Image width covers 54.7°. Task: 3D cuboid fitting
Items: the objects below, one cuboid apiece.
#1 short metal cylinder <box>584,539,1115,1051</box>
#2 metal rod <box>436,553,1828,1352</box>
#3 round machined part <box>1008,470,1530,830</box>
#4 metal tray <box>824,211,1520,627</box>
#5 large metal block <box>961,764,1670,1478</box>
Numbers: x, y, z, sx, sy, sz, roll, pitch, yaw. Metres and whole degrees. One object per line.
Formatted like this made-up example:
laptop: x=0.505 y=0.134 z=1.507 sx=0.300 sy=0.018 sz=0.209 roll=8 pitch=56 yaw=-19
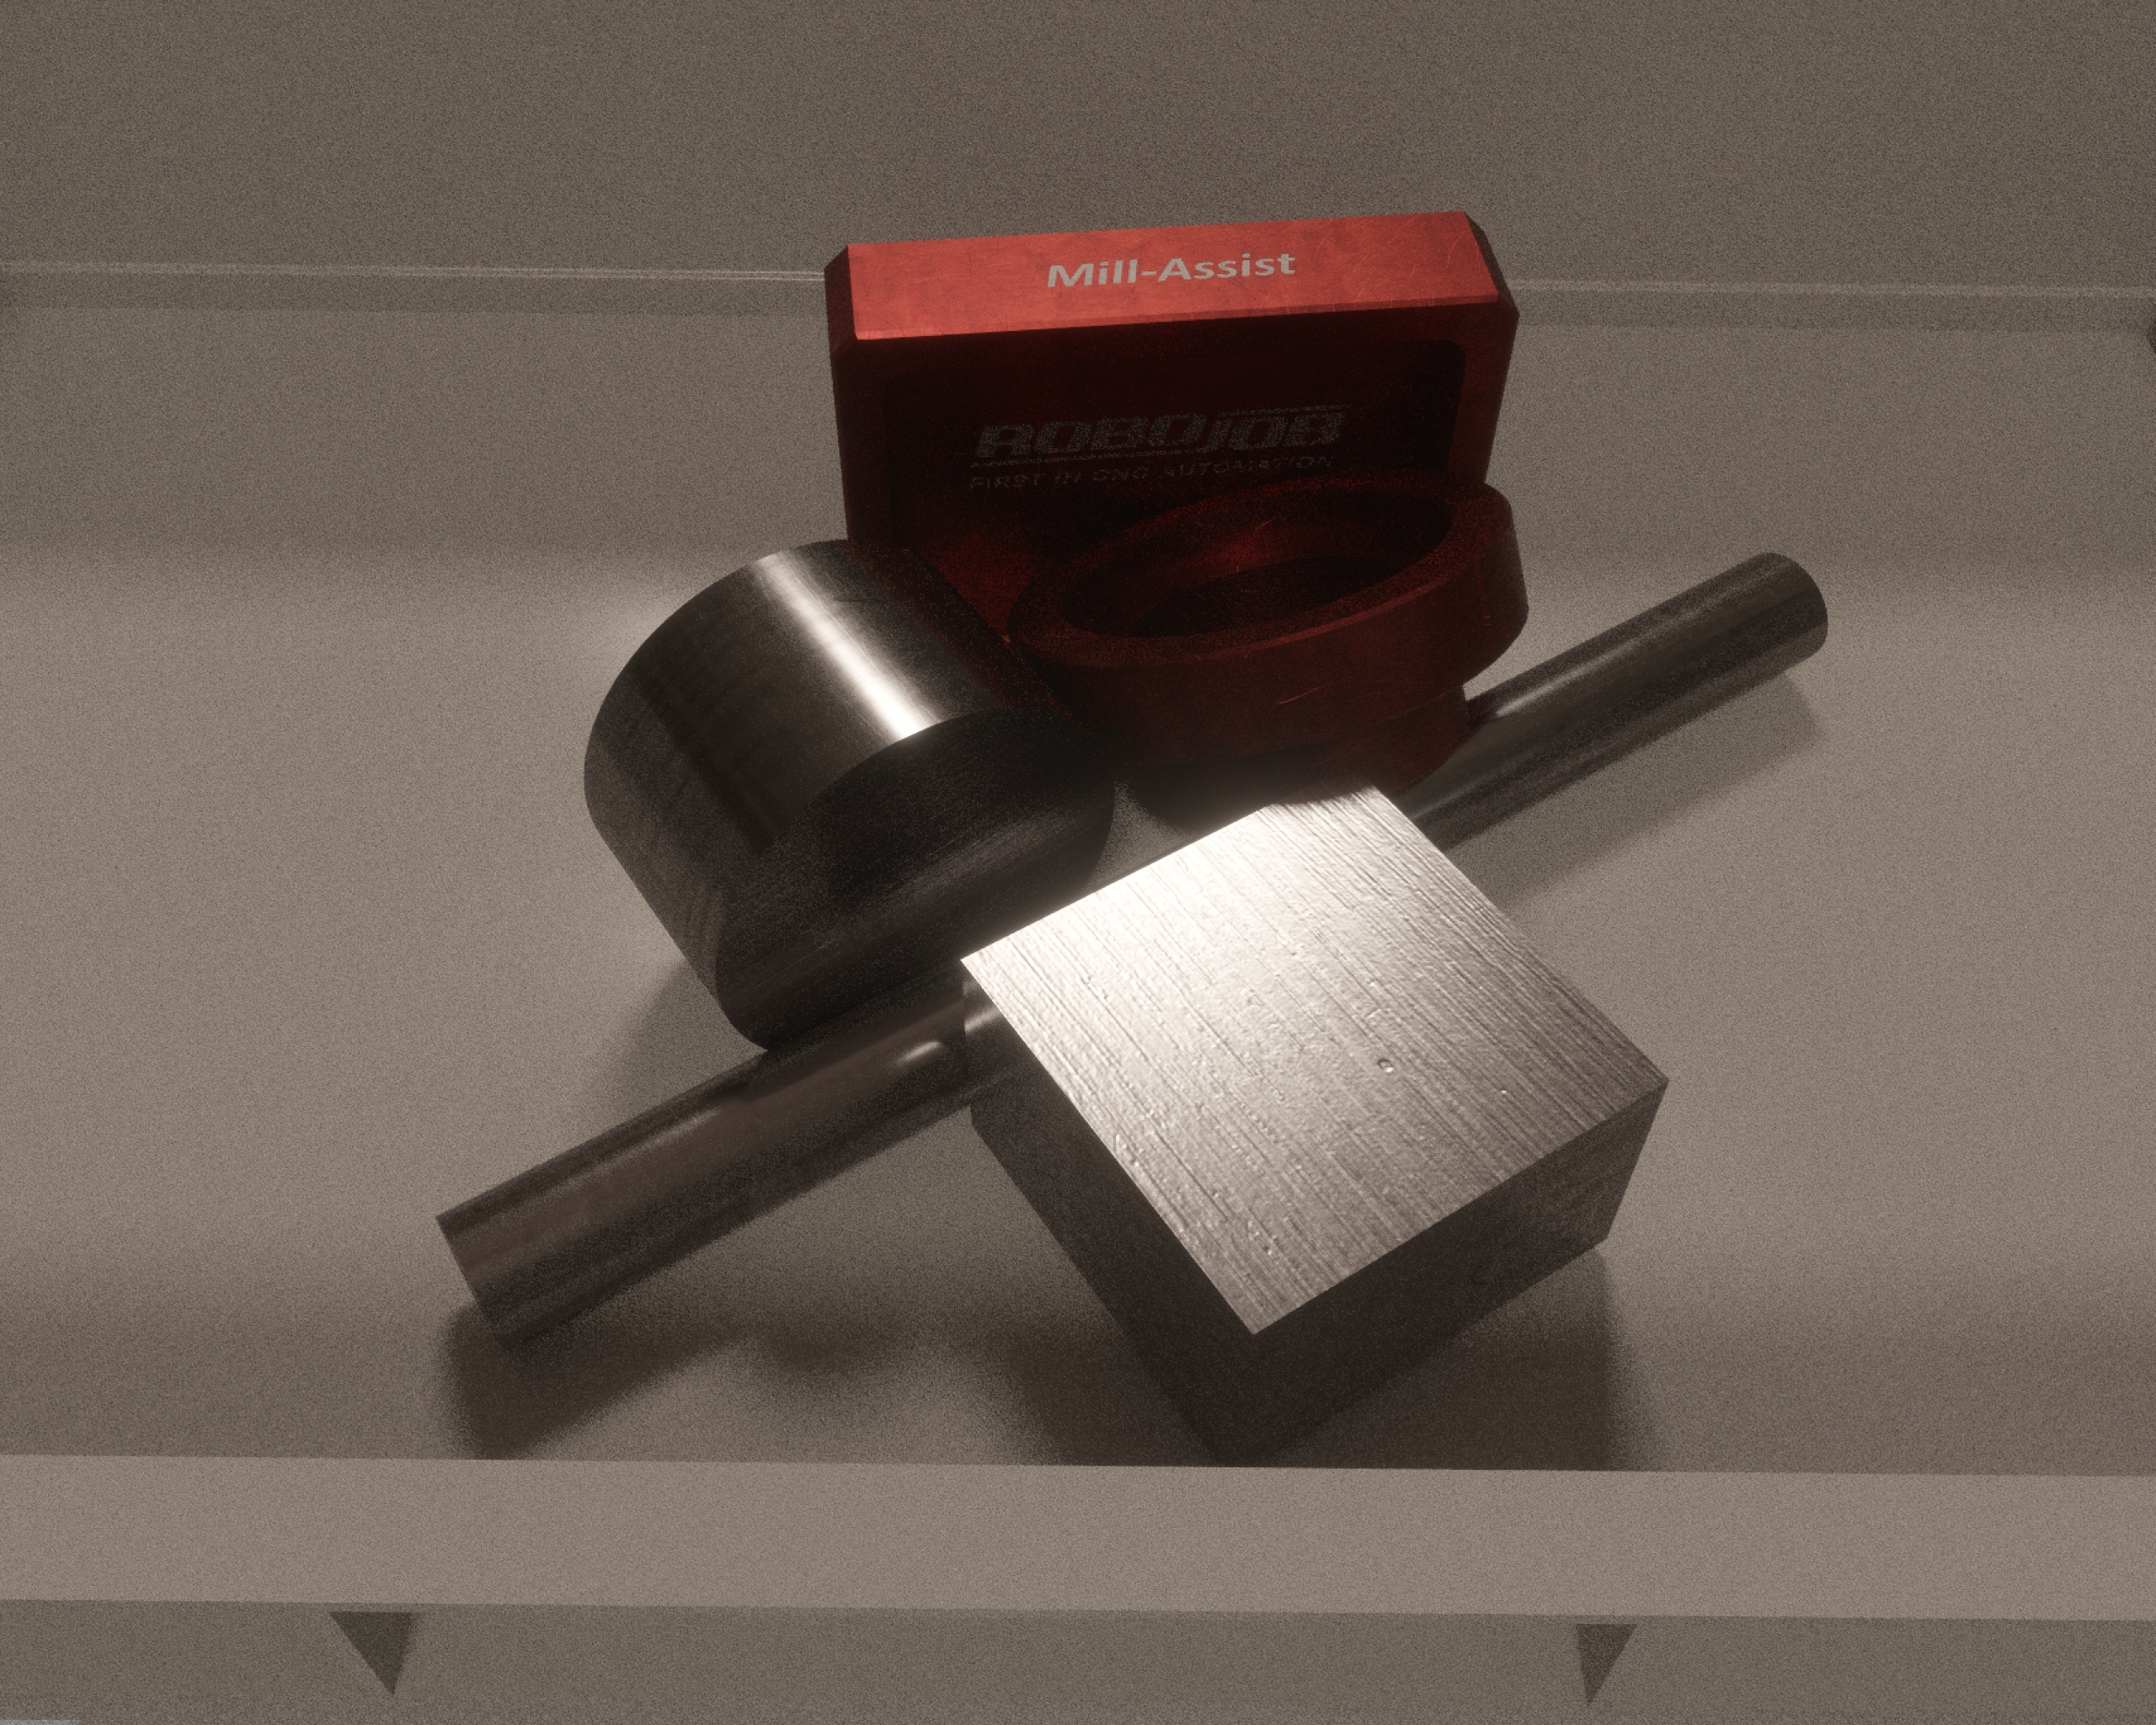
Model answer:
short metal cylinder: x=-0.041 y=-0.011 z=0.376 sx=0.081 sy=0.080 sz=0.050 roll=-27 pitch=55 yaw=-21
metal rod: x=0.026 y=0.007 z=0.397 sx=0.302 sy=0.025 sz=0.025 roll=-26 pitch=55 yaw=-21
round machined part: x=0.039 y=-0.040 z=0.408 sx=0.098 sy=0.042 sz=0.098 roll=-13 pitch=24 yaw=6
metal tray: x=0.017 y=-0.084 z=0.430 sx=0.131 sy=0.089 sz=0.030 roll=-5 pitch=51 yaw=-5
large metal block: x=0.037 y=0.041 z=0.351 sx=0.081 sy=0.050 sz=0.080 roll=-26 pitch=55 yaw=-21
